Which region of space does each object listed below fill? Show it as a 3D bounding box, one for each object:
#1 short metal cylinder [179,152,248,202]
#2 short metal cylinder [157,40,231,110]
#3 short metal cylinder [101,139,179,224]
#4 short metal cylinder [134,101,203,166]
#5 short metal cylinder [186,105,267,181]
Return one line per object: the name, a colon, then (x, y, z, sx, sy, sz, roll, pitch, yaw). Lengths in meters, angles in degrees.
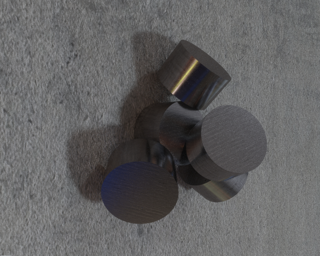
short metal cylinder: (0.074, 0.056, 0.432, 0.050, 0.080, 0.080, 42, 64, -32)
short metal cylinder: (0.044, -0.068, 0.399, 0.080, 0.080, 0.050, 17, 122, -39)
short metal cylinder: (-0.021, 0.059, 0.345, 0.081, 0.050, 0.079, -1, 115, -1)
short metal cylinder: (0.013, 0.006, 0.401, 0.081, 0.050, 0.080, 0, 89, -40)
short metal cylinder: (0.077, 0.019, 0.368, 0.081, 0.050, 0.080, 5, 69, -14)
